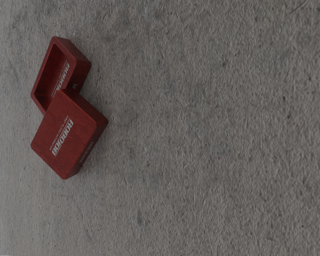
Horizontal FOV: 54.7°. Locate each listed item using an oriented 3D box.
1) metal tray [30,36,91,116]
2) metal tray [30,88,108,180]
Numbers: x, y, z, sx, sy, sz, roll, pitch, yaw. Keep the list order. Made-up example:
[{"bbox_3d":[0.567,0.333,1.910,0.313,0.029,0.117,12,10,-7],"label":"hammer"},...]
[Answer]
[{"bbox_3d":[-0.179,-0.083,0.549,0.090,0.030,0.129,46,117,30],"label":"metal tray"},{"bbox_3d":[-0.152,0.010,0.510,0.090,0.030,0.129,41,116,12],"label":"metal tray"}]
